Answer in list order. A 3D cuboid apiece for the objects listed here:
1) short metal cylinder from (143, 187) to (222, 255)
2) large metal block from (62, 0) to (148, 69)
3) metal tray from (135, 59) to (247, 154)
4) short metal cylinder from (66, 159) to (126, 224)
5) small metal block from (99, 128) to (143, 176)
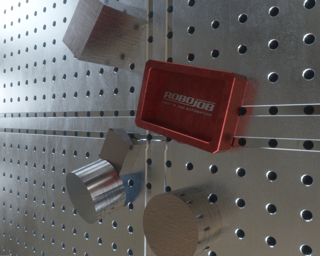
[{"bbox_3d":[0.026,0.114,0.372,0.080,0.050,0.079,0,90,40],"label":"short metal cylinder"},{"bbox_3d":[-0.077,-0.137,0.437,0.050,0.081,0.080,48,119,29],"label":"large metal block"},{"bbox_3d":[0.031,-0.030,0.379,0.130,0.030,0.089,19,102,38],"label":"metal tray"},{"bbox_3d":[-0.095,0.092,0.456,0.080,0.050,0.079,25,126,40],"label":"short metal cylinder"},{"bbox_3d":[-0.059,0.034,0.458,0.050,0.025,0.050,34,111,34],"label":"small metal block"}]
